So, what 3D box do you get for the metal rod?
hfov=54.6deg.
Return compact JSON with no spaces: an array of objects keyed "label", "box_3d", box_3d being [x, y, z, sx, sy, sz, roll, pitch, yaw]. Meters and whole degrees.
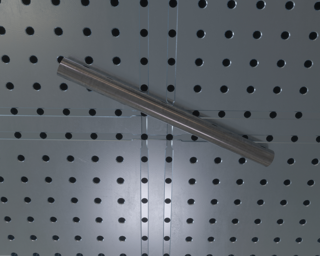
[{"label":"metal rod","box_3d":[0.014,-0.017,0.407,0.301,0.025,0.025,24,108,-9]}]
